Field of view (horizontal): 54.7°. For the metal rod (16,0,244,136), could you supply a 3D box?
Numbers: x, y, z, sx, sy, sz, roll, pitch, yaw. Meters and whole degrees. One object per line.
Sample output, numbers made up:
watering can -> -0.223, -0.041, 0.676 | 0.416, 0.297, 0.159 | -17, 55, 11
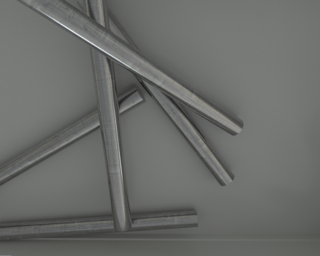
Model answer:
metal rod -> -0.016, -0.067, 0.347 | 0.301, 0.025, 0.025 | 29, 108, -26

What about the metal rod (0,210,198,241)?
metal rod -> -0.095, 0.146, 0.463 | 0.302, 0.025, 0.025 | -4, 110, 1

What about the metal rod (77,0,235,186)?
metal rod -> 0.005, -0.039, 0.397 | 0.025, 0.025, 0.300 | -35, 107, 12

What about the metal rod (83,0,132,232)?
metal rod -> -0.061, -0.002, 0.381 | 0.025, 0.025, 0.298 | -4, 110, 1

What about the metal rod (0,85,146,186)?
metal rod -> -0.154, 0.029, 0.419 | 0.300, 0.025, 0.025 | -29, 108, 9
